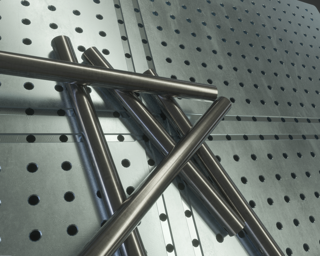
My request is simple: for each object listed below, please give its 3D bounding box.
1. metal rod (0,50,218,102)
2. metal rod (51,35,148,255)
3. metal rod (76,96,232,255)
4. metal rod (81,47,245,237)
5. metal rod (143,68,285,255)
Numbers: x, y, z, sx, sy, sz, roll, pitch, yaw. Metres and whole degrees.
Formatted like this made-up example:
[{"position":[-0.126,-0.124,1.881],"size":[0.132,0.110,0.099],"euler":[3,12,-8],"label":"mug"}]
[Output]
[{"position":[-0.059,-0.061,0.383],"size":[0.302,0.025,0.025],"euler":[5,60,-26],"label":"metal rod"},{"position":[-0.075,0.016,0.358],"size":[0.025,0.025,0.299],"euler":[-10,67,-33],"label":"metal rod"},{"position":[0.009,0.047,0.353],"size":[0.025,0.025,0.302],"euler":[44,51,2],"label":"metal rod"},{"position":[0.000,0.012,0.401],"size":[0.025,0.025,0.300],"euler":[-35,81,-39],"label":"metal rod"},{"position":[0.063,0.044,0.417],"size":[0.025,0.025,0.299],"euler":[-25,76,-37],"label":"metal rod"}]
